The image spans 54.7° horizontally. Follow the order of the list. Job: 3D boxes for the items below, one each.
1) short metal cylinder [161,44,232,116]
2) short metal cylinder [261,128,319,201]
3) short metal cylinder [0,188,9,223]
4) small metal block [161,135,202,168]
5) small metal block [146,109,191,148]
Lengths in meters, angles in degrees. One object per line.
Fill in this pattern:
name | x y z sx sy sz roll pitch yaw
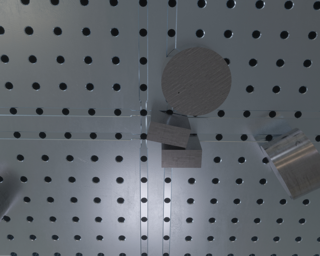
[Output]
short metal cylinder | 0.042 -0.060 0.378 0.081 0.050 0.079 0 110 0
short metal cylinder | 0.175 0.046 0.403 0.050 0.080 0.080 -29 108 10
short metal cylinder | -0.268 0.120 0.442 0.081 0.050 0.079 0 110 0
small metal block | 0.027 0.030 0.411 0.050 0.050 0.025 0 110 0
small metal block | 0.011 0.000 0.400 0.050 0.050 0.025 12 110 -5
